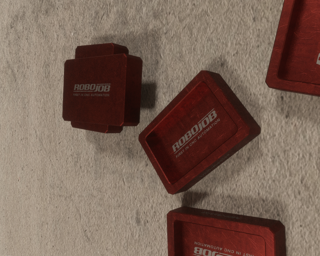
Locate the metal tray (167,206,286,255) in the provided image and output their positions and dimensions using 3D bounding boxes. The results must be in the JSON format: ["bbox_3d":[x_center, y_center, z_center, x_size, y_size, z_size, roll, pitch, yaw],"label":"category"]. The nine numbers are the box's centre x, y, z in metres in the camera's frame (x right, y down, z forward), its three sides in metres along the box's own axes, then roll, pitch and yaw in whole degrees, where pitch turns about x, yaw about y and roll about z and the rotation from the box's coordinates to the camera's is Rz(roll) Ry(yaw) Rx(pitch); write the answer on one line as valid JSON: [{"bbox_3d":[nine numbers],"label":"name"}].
[{"bbox_3d":[0.069,0.142,0.343,0.130,0.030,0.089,-3,88,39],"label":"metal tray"}]

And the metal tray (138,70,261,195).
[{"bbox_3d":[0.040,0.008,0.367,0.129,0.030,0.090,-45,63,30],"label":"metal tray"}]

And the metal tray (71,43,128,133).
[{"bbox_3d":[-0.095,-0.061,0.478,0.090,0.030,0.129,8,95,39],"label":"metal tray"}]

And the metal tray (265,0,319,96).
[{"bbox_3d":[0.155,-0.092,0.273,0.090,0.030,0.129,17,101,38],"label":"metal tray"}]

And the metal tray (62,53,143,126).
[{"bbox_3d":[-0.084,-0.051,0.429,0.130,0.030,0.089,5,93,39],"label":"metal tray"}]
